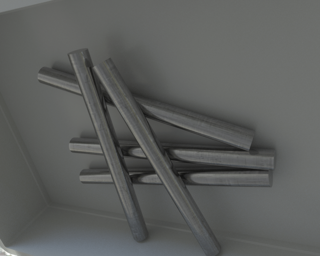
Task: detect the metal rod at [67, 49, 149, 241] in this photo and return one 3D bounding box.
[{"bbox_3d":[-0.064,0.040,0.430,0.025,0.025,0.298,0,119,28],"label":"metal rod"}]

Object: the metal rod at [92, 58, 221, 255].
[{"bbox_3d":[0.003,0.049,0.401,0.025,0.025,0.299,-19,109,35],"label":"metal rod"}]

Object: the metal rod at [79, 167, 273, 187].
[{"bbox_3d":[0.003,0.070,0.447,0.300,0.025,0.025,-5,116,30],"label":"metal rod"}]

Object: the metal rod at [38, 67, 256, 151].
[{"bbox_3d":[-0.030,-0.030,0.402,0.301,0.025,0.025,18,126,17],"label":"metal rod"}]

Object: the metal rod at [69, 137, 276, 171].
[{"bbox_3d":[-0.001,0.032,0.425,0.301,0.025,0.025,2,119,26],"label":"metal rod"}]
